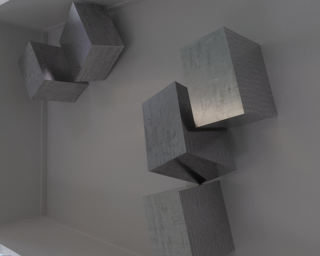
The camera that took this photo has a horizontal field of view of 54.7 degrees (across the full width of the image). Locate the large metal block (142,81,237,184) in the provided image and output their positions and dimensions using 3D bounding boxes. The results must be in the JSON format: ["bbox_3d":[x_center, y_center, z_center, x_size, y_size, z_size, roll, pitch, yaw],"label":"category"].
[{"bbox_3d":[0.030,0.009,0.332,0.050,0.080,0.080,-31,53,36],"label":"large metal block"}]

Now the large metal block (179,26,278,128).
[{"bbox_3d":[0.071,-0.045,0.313,0.050,0.081,0.080,-18,79,39],"label":"large metal block"}]

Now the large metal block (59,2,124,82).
[{"bbox_3d":[-0.106,-0.127,0.466,0.080,0.050,0.080,-47,62,46],"label":"large metal block"}]

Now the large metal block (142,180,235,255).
[{"bbox_3d":[0.033,0.106,0.343,0.050,0.081,0.080,-19,78,38],"label":"large metal block"}]

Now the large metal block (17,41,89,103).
[{"bbox_3d":[-0.179,-0.092,0.519,0.050,0.081,0.080,-41,65,32],"label":"large metal block"}]
